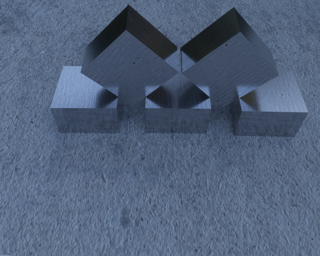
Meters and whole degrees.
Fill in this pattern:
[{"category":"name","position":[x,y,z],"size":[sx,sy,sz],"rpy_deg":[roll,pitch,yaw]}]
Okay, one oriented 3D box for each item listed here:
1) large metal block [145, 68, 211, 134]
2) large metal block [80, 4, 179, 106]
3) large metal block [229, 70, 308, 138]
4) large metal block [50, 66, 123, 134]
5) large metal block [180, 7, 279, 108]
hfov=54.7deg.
[{"category":"large metal block","position":[0.023,-0.038,0.421],"size":[0.081,0.050,0.080],"rpy_deg":[1,50,0]},{"category":"large metal block","position":[-0.035,-0.083,0.374],"size":[0.080,0.080,0.050],"rpy_deg":[32,40,-34]},{"category":"large metal block","position":[0.140,-0.034,0.420],"size":[0.081,0.050,0.080],"rpy_deg":[1,50,0]},{"category":"large metal block","position":[-0.093,-0.039,0.420],"size":[0.081,0.050,0.080],"rpy_deg":[0,50,0]},{"category":"large metal block","position":[0.082,-0.082,0.377],"size":[0.080,0.080,0.050],"rpy_deg":[-32,40,33]}]
